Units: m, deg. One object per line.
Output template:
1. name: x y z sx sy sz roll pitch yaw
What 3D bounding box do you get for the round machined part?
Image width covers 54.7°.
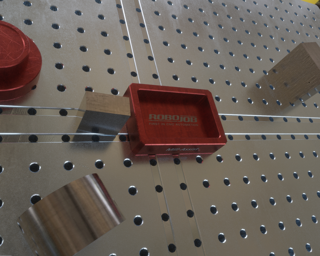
1. round machined part: -0.185 -0.083 0.348 0.099 0.042 0.098 14 56 -21

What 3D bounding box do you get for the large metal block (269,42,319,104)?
1. large metal block: 0.269 -0.102 0.580 0.050 0.080 0.080 -13 69 -34

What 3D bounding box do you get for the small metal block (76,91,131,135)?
1. small metal block: -0.068 -0.016 0.365 0.050 0.050 0.025 7 59 -25

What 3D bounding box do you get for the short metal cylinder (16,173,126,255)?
1. short metal cylinder: -0.078 0.084 0.279 0.081 0.080 0.050 -26 77 -37

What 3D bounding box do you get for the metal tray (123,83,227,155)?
1. metal tray: 0.021 -0.012 0.422 0.131 0.030 0.090 1 61 -28
